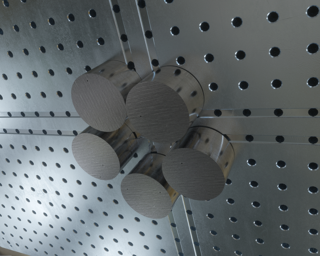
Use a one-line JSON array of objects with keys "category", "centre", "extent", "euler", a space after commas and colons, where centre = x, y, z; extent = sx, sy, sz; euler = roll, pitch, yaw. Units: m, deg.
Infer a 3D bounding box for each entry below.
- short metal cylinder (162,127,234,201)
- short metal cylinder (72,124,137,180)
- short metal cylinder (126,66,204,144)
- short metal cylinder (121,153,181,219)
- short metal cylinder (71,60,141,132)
[{"category": "short metal cylinder", "centre": [0.049, 0.045, 0.396], "extent": [0.080, 0.050, 0.079], "euler": [13, 125, 20]}, {"category": "short metal cylinder", "centre": [-0.081, 0.030, 0.456], "extent": [0.080, 0.050, 0.079], "euler": [13, 124, 20]}, {"category": "short metal cylinder", "centre": [0.006, -0.028, 0.373], "extent": [0.080, 0.050, 0.079], "euler": [13, 124, 21]}, {"category": "short metal cylinder", "centre": [-0.009, 0.084, 0.451], "extent": [0.080, 0.050, 0.079], "euler": [14, 124, 21]}, {"category": "short metal cylinder", "centre": [-0.067, -0.042, 0.404], "extent": [0.080, 0.050, 0.079], "euler": [13, 124, 20]}]
